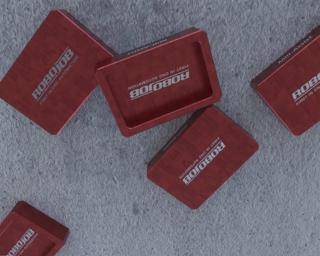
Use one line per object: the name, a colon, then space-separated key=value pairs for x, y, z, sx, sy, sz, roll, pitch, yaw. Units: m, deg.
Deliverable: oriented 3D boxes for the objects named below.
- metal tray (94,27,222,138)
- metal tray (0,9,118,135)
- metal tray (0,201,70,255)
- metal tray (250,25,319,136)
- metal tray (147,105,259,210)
metal tray: x=0.000 y=-0.054 z=0.367 sx=0.131 sy=0.030 sz=0.090 roll=-22 pitch=117 yaw=-4
metal tray: x=-0.125 y=-0.066 z=0.381 sx=0.090 sy=0.030 sz=0.130 roll=39 pitch=105 yaw=-13
metal tray: x=-0.213 y=0.183 z=0.472 sx=0.090 sy=0.030 sz=0.130 roll=38 pitch=106 yaw=-13
metal tray: x=0.193 y=-0.063 z=0.385 sx=0.130 sy=0.030 sz=0.090 roll=-40 pitch=106 yaw=13
metal tray: x=0.055 y=0.039 z=0.422 sx=0.090 sy=0.030 sz=0.130 roll=38 pitch=106 yaw=-13
